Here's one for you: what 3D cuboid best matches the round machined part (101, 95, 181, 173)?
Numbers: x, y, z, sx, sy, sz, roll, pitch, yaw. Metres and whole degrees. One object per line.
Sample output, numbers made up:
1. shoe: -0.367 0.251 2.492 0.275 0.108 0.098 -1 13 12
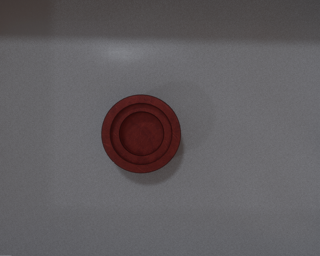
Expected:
1. round machined part: -0.023 0.007 0.403 0.099 0.042 0.097 0 90 0
